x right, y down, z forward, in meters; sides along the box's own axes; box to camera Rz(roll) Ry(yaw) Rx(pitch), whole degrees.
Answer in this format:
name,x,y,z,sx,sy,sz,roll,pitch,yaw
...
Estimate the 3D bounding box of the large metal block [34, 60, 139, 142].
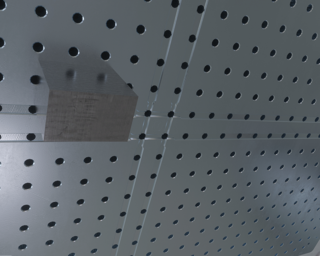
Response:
name,x,y,z,sx,sy,sz,roll,pitch,yaw
large metal block,-0.079,-0.028,0.315,0.081,0.080,0.050,2,118,-29
